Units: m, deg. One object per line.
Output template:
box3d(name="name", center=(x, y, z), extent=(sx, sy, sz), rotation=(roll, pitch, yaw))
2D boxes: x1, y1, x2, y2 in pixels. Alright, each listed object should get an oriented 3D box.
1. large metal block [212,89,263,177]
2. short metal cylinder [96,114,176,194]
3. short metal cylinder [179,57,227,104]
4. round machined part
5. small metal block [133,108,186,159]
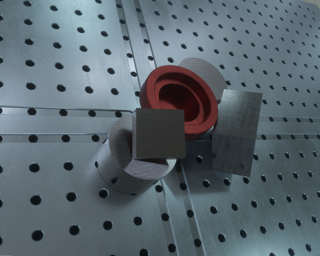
box3d(name="large metal block", center=(0.103, 0.007, 0.416), extent=(0.050, 0.080, 0.080), rotation=(9, 50, 18))
box3d(name="short metal cylinder", center=(-0.027, 0.030, 0.358), extent=(0.081, 0.050, 0.080), rotation=(14, 56, -21))
box3d(name="short metal cylinder", center=(0.050, -0.056, 0.453), extent=(0.081, 0.050, 0.080), rotation=(14, 56, -21))
box3d(name="round machined part", center=(0.020, -0.027, 0.386), extent=(0.099, 0.042, 0.098), rotation=(14, 56, -21))
box3d(name="small metal block", center=(-0.002, 0.007, 0.322), extent=(0.050, 0.025, 0.050), rotation=(1, 80, -14))
